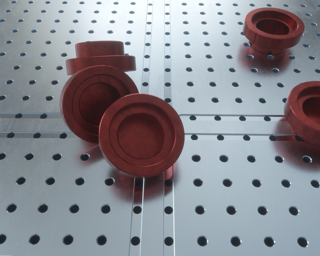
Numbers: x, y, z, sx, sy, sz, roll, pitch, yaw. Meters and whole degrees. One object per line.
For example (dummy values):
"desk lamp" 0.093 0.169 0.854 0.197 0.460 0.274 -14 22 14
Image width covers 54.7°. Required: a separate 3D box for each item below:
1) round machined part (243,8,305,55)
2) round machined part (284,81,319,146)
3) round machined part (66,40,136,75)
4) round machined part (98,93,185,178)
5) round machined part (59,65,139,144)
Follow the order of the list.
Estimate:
"round machined part" 0.193 -0.165 0.538 0.099 0.042 0.098 0 50 0
"round machined part" 0.215 -0.015 0.412 0.099 0.042 0.098 0 50 0
"round machined part" -0.085 -0.101 0.446 0.099 0.042 0.098 -4 10 1
"round machined part" -0.024 0.011 0.370 0.099 0.042 0.098 4 73 -12
"round machined part" -0.078 -0.031 0.398 0.099 0.097 0.042 -27 19 -21
